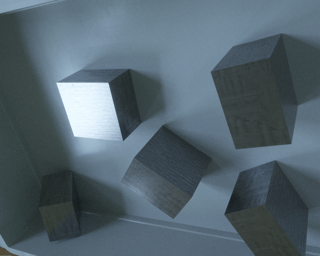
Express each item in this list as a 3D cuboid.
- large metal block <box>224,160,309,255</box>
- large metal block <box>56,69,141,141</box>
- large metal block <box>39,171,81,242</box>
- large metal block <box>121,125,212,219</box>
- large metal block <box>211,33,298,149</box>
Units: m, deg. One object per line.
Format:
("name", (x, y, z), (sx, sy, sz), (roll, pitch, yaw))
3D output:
("large metal block", (0.129, 0.099, 0.366), (0.050, 0.080, 0.080), (-29, 103, 37))
("large metal block", (-0.079, -0.032, 0.414), (0.080, 0.050, 0.079), (4, 120, 26))
("large metal block", (-0.171, 0.134, 0.537), (0.050, 0.080, 0.079), (-9, 121, -10))
("large metal block", (0.010, 0.054, 0.401), (0.080, 0.080, 0.050), (34, 129, 6))
("large metal block", (0.096, -0.036, 0.300), (0.050, 0.080, 0.080), (-9, 114, 32))
